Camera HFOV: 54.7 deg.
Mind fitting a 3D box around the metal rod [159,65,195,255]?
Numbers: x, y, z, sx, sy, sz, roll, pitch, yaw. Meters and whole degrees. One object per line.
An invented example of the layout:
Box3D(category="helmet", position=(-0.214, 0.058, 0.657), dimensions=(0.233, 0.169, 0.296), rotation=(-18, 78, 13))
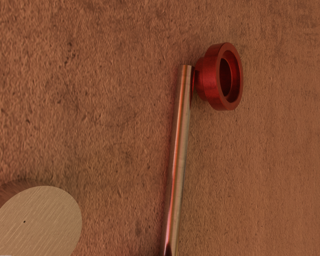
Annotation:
Box3D(category="metal rod", position=(0.022, 0.062, 0.425), dimensions=(0.025, 0.025, 0.298), rotation=(10, 84, -40))

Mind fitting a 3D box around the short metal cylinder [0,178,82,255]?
Box3D(category="short metal cylinder", position=(-0.121, 0.090, 0.288), dimensions=(0.081, 0.050, 0.079), rotation=(0, 90, -40))

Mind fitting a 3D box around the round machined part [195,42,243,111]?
Box3D(category="round machined part", position=(0.085, -0.074, 0.458), dimensions=(0.099, 0.042, 0.097), rotation=(0, 90, -54))
